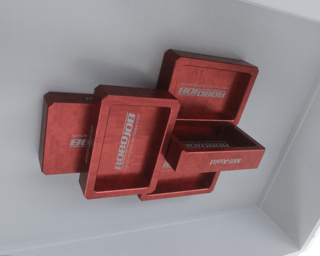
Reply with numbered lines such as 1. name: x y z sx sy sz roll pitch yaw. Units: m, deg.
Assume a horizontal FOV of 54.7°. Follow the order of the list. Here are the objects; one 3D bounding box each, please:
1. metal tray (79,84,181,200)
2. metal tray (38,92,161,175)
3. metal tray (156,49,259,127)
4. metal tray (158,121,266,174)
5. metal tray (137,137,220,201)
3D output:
1. metal tray: -0.037 0.019 0.356 0.091 0.030 0.129 1 118 -29
2. metal tray: -0.070 0.007 0.368 0.131 0.030 0.089 0 118 -29
3. metal tray: 0.059 -0.048 0.408 0.131 0.030 0.089 1 118 -29
4. metal tray: 0.061 0.019 0.411 0.131 0.090 0.030 1 118 -29
5. metal tray: 0.032 0.058 0.458 0.131 0.030 0.089 0 118 -29
